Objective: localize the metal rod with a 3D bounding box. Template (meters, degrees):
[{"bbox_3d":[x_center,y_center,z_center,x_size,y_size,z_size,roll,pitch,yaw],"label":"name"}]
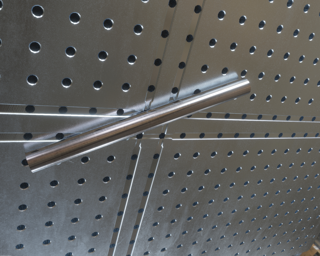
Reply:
[{"bbox_3d":[-0.014,-0.010,0.398,0.302,0.025,0.025,-20,127,-17],"label":"metal rod"}]
